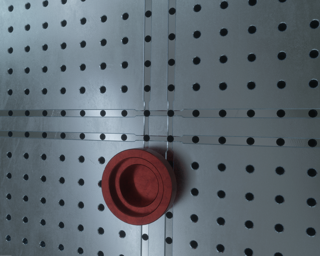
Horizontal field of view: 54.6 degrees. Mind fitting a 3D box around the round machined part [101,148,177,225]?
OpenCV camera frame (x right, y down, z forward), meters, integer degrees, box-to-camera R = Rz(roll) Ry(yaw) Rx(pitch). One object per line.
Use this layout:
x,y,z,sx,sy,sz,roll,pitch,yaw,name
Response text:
-0.025,0.075,0.413,0.098,0.042,0.097,0,90,20,round machined part
